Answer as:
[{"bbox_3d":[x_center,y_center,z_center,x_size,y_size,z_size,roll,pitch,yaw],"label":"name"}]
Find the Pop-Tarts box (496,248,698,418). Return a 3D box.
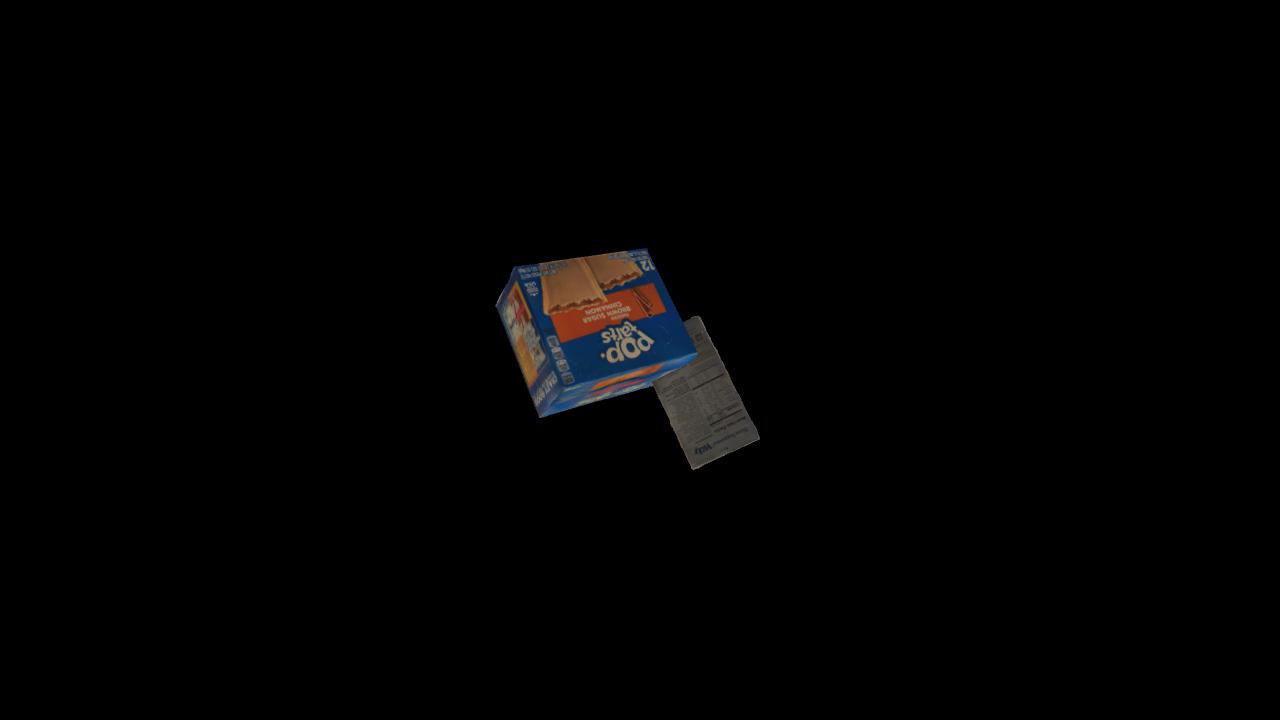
[{"bbox_3d":[-0.048,-0.034,0.669,0.167,0.141,0.083,-14,-18,-32],"label":"Pop-Tarts box"}]

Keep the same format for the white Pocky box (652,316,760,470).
[{"bbox_3d":[0.064,0.036,0.691,0.084,0.154,0.028,-27,-11,9],"label":"white Pocky box"}]
